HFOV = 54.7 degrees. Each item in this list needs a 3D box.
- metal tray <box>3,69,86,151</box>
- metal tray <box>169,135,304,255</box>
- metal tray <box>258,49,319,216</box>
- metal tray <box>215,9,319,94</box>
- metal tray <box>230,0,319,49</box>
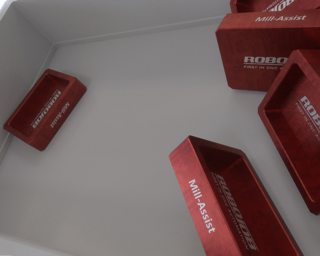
[{"bbox_3d":[-0.195,-0.034,0.526,0.090,0.030,0.130,21,73,36],"label":"metal tray"},{"bbox_3d":[0.068,0.072,0.281,0.030,0.091,0.130,-47,46,30],"label":"metal tray"},{"bbox_3d":[0.145,0.002,0.286,0.030,0.089,0.130,-4,52,-15],"label":"metal tray"},{"bbox_3d":[0.134,-0.080,0.339,0.130,0.090,0.030,10,55,32],"label":"metal tray"},{"bbox_3d":[0.140,-0.146,0.356,0.129,0.030,0.090,-31,61,57],"label":"metal tray"}]
